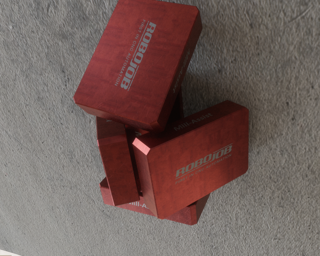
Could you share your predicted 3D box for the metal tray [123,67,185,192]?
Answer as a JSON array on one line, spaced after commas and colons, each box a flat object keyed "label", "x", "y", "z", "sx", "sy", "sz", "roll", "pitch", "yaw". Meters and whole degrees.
[{"label": "metal tray", "x": -0.001, "y": 0.003, "z": 0.367, "sx": 0.030, "sy": 0.090, "sz": 0.129, "roll": 7, "pitch": 122, "yaw": 24}]

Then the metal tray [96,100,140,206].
[{"label": "metal tray", "x": -0.055, "y": 0.021, "z": 0.386, "sx": 0.030, "sy": 0.130, "sz": 0.089, "roll": -12, "pitch": 118, "yaw": -7}]

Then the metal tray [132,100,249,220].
[{"label": "metal tray", "x": 0.040, "y": 0.032, "z": 0.341, "sx": 0.030, "sy": 0.131, "sz": 0.089, "roll": 33, "pitch": 138, "yaw": 51}]

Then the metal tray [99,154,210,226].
[{"label": "metal tray", "x": -0.001, "y": 0.072, "z": 0.410, "sx": 0.130, "sy": 0.090, "sz": 0.030, "roll": 7, "pitch": 121, "yaw": 24}]

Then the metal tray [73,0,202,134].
[{"label": "metal tray", "x": -0.020, "y": -0.068, "z": 0.316, "sx": 0.090, "sy": 0.130, "sz": 0.030, "roll": 16, "pitch": 166, "yaw": 18}]
